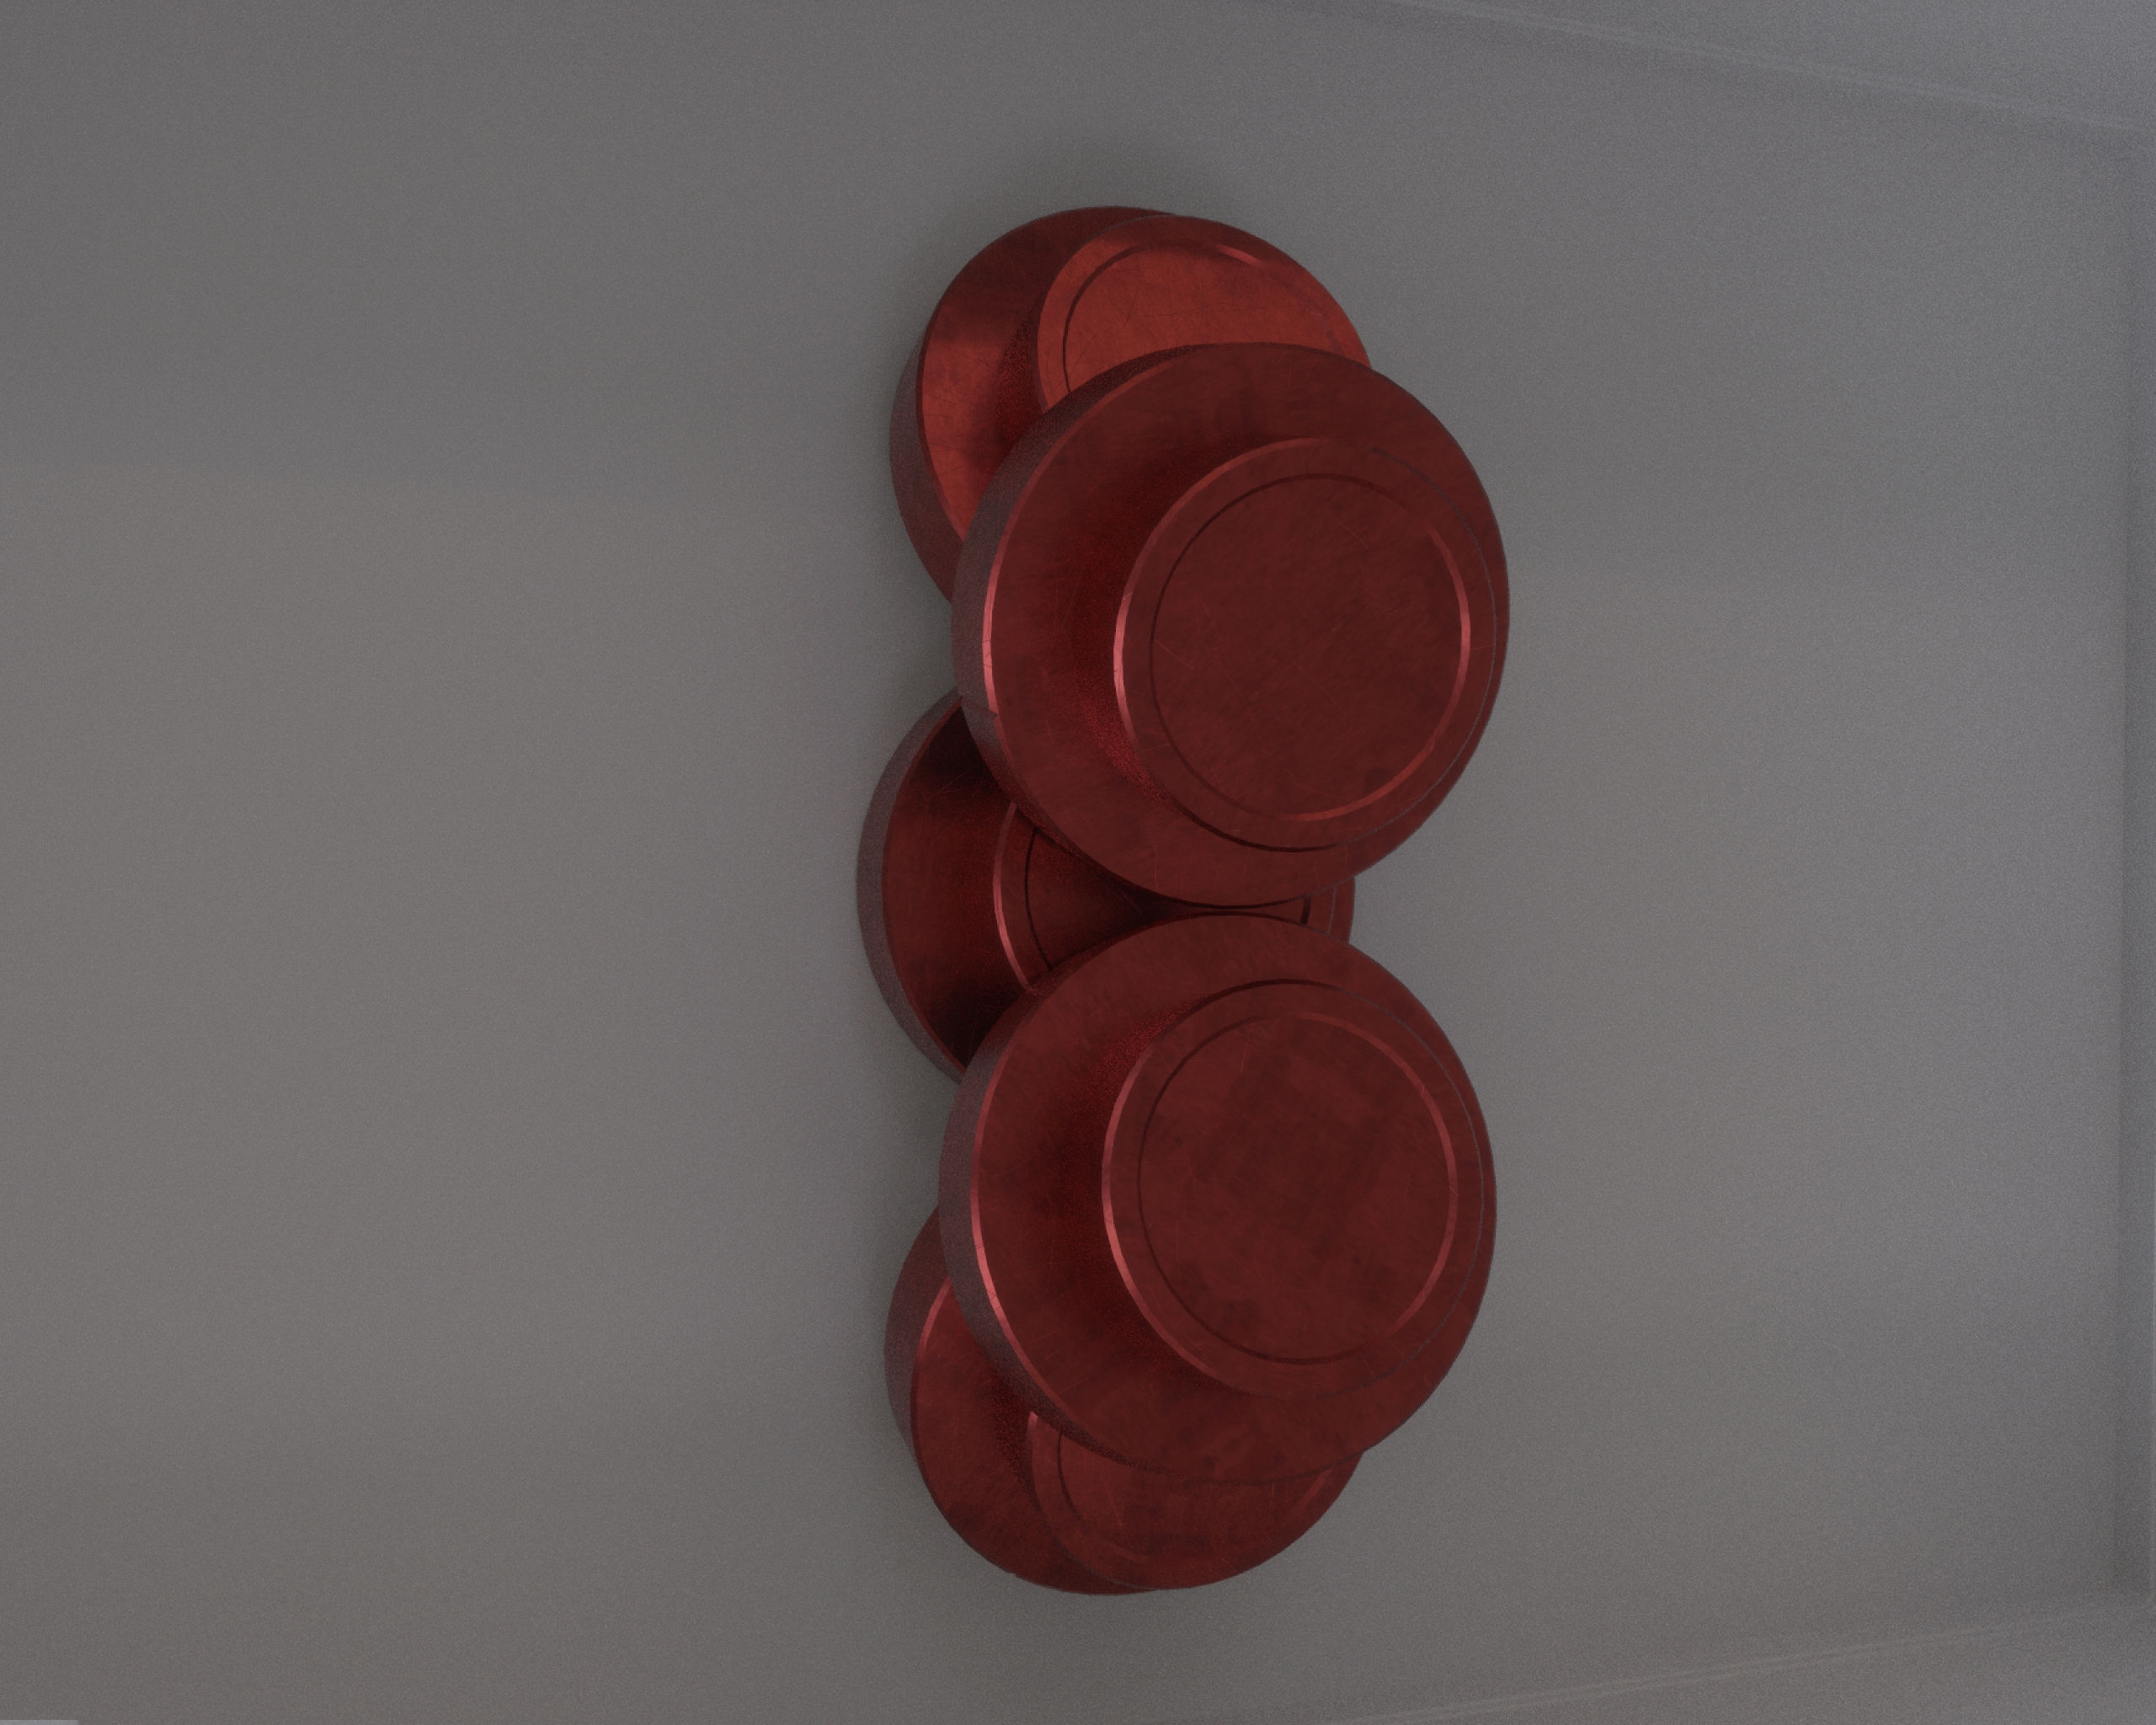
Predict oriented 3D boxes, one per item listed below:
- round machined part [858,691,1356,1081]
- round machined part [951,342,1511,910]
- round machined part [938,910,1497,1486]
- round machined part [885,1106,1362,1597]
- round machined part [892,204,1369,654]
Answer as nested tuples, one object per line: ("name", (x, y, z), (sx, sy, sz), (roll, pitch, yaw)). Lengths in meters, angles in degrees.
("round machined part", (0.010, 0.004, 0.404), (0.099, 0.042, 0.097), (0, 89, -20))
("round machined part", (0.031, -0.039, 0.357), (0.099, 0.042, 0.097), (-5, 104, -19))
("round machined part", (0.029, 0.056, 0.356), (0.099, 0.042, 0.098), (4, 77, -19))
("round machined part", (0.017, 0.095, 0.392), (0.099, 0.042, 0.097), (-6, 107, -18))
("round machined part", (0.017, -0.082, 0.394), (0.099, 0.042, 0.098), (6, 72, -19))
